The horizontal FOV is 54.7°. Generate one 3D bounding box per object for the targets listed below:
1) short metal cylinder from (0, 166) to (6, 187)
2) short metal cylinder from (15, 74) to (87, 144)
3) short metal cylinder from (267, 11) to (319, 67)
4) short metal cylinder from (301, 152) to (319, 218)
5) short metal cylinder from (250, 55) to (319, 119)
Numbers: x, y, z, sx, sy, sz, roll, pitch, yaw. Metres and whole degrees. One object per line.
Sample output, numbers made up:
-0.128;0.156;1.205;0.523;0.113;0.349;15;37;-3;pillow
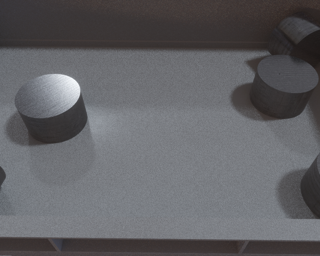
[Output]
-0.212;0.057;0.320;0.080;0.080;0.050;9;51;7;short metal cylinder
-0.141;-0.026;0.410;0.080;0.050;0.080;0;50;0;short metal cylinder
0.217;-0.131;0.481;0.081;0.080;0.050;-16;52;-13;short metal cylinder
0.204;0.062;0.338;0.080;0.050;0.080;0;50;0;short metal cylinder
0.173;-0.059;0.440;0.080;0.050;0.080;0;50;0;short metal cylinder
